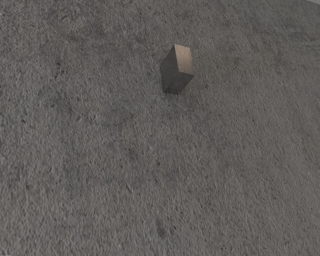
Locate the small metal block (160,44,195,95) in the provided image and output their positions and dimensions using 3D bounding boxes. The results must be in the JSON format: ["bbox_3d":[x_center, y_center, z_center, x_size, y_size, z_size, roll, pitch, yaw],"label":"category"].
[{"bbox_3d":[0.024,-0.084,0.451,0.025,0.050,0.050,8,59,-24],"label":"small metal block"}]
